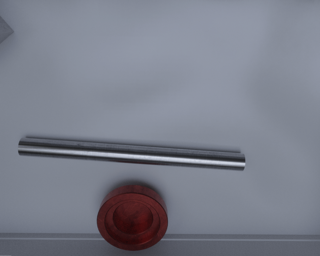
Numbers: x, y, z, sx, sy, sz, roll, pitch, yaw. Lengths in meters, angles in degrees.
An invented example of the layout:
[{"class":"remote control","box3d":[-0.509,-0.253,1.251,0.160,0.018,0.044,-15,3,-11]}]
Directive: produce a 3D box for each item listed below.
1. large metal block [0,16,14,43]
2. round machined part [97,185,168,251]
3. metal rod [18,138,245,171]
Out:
[{"class":"large metal block","box3d":[-0.225,-0.100,0.342,0.080,0.080,0.050,-35,107,12]},{"class":"round machined part","box3d":[-0.038,0.124,0.448,0.099,0.042,0.097,0,110,-1]},{"class":"metal rod","box3d":[-0.036,0.036,0.424,0.302,0.025,0.025,4,110,-2]}]
